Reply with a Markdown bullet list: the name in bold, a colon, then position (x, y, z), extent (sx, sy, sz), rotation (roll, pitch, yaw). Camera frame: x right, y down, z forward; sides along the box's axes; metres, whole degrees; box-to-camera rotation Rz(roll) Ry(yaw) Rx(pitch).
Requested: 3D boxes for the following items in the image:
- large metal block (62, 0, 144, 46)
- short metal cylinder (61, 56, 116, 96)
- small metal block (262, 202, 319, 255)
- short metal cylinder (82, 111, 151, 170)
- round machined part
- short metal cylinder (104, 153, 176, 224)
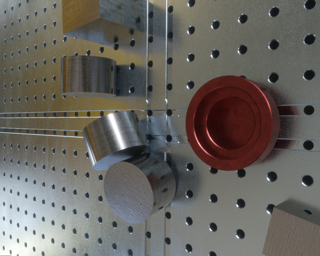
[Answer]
- **large metal block**: position (-0.080, -0.159, 0.440), extent (0.080, 0.081, 0.050), rotation (-5, 87, 40)
- **short metal cylinder**: position (-0.105, -0.074, 0.461), extent (0.080, 0.081, 0.050), rotation (1, 91, 40)
- **small metal block**: position (0.133, 0.107, 0.300), extent (0.050, 0.025, 0.050), rotation (18, 101, 38)
- **short metal cylinder**: position (-0.059, 0.019, 0.423), extent (0.080, 0.081, 0.050), rotation (-35, 68, 34)
- **round machined part**: position (0.079, -0.005, 0.333), extent (0.098, 0.042, 0.097), rotation (0, 90, 40)
- **short metal cylinder**: position (-0.027, 0.077, 0.407), extent (0.080, 0.050, 0.079), rotation (7, 102, 33)
